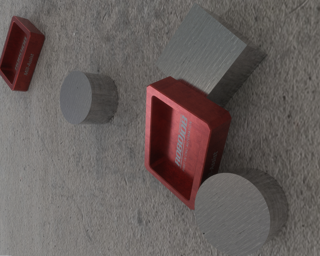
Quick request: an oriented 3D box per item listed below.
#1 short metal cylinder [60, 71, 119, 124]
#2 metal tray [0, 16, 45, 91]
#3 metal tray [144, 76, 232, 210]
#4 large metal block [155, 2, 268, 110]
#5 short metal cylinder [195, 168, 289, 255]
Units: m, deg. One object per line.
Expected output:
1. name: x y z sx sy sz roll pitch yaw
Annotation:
1. short metal cylinder: -0.110 -0.045 0.480 0.080 0.050 0.079 0 90 40
2. metal tray: -0.290 -0.152 0.640 0.090 0.030 0.129 43 116 31
3. metal tray: 0.024 0.019 0.345 0.090 0.030 0.129 37 140 33
4. large metal block: 0.054 -0.076 0.344 0.080 0.050 0.080 51 120 28
5. short metal cylinder: 0.083 0.083 0.320 0.080 0.050 0.079 0 90 40
